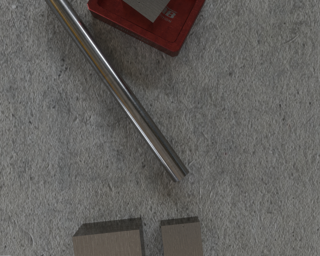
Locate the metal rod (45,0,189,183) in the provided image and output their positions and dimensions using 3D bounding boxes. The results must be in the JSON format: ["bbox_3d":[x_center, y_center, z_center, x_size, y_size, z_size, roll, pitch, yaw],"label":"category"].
[{"bbox_3d":[-0.058,-0.057,0.409,0.025,0.025,0.299,-35,90,0],"label":"metal rod"}]

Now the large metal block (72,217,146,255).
[{"bbox_3d":[-0.061,0.166,0.397,0.081,0.050,0.079,-6,90,-1],"label":"large metal block"}]

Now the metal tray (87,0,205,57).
[{"bbox_3d":[-0.016,-0.163,0.407,0.131,0.030,0.090,27,90,-1],"label":"metal tray"}]

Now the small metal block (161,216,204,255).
[{"bbox_3d":[0.029,0.148,0.411,0.050,0.025,0.050,-6,90,-1],"label":"small metal block"}]

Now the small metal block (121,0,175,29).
[{"bbox_3d":[-0.014,-0.165,0.397,0.050,0.025,0.050,37,90,-1],"label":"small metal block"}]
